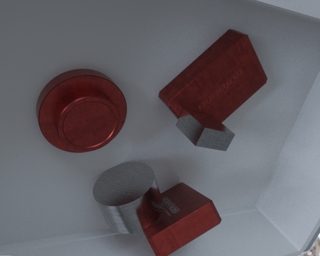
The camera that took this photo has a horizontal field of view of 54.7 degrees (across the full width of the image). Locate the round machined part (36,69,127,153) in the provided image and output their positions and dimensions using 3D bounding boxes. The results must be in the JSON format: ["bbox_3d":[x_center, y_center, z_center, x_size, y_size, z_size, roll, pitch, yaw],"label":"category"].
[{"bbox_3d":[-0.083,-0.012,0.346,0.099,0.042,0.097,-14,125,-21],"label":"round machined part"}]

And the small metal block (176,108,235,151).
[{"bbox_3d":[0.056,0.002,0.387,0.050,0.050,0.025,11,113,-33],"label":"small metal block"}]

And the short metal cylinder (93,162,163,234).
[{"bbox_3d":[-0.040,0.089,0.405,0.081,0.080,0.050,-24,122,-14],"label":"short metal cylinder"}]

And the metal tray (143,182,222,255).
[{"bbox_3d":[0.017,0.120,0.429,0.091,0.130,0.030,-27,96,-11],"label":"metal tray"}]

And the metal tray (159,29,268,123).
[{"bbox_3d":[0.074,-0.054,0.414,0.130,0.030,0.090,-42,130,0],"label":"metal tray"}]
